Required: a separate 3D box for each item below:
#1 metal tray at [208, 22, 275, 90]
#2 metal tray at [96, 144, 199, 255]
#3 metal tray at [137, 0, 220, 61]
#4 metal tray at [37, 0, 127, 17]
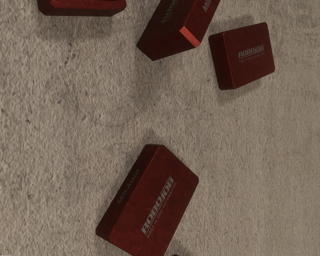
[{"bbox_3d":[0.142,-0.123,0.524,0.131,0.030,0.089,-25,106,-38],"label":"metal tray"},{"bbox_3d":[-0.010,0.097,0.395,0.090,0.030,0.130,45,63,-31],"label":"metal tray"},{"bbox_3d":[0.031,-0.151,0.389,0.030,0.090,0.130,37,67,-31],"label":"metal tray"},{"bbox_3d":[-0.090,-0.188,0.326,0.091,0.030,0.129,-16,100,-39],"label":"metal tray"}]
